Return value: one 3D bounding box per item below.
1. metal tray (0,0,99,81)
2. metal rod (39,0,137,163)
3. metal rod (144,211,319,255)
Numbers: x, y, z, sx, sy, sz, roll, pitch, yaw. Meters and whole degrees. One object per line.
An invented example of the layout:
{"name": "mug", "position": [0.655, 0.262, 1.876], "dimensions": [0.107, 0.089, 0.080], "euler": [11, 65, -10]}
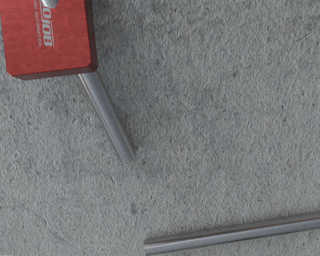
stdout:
{"name": "metal tray", "position": [-0.122, -0.123, 0.337], "dimensions": [0.091, 0.030, 0.129], "euler": [-7, 89, 2]}
{"name": "metal rod", "position": [-0.093, -0.084, 0.357], "dimensions": [0.025, 0.025, 0.299], "euler": [-19, 117, 6]}
{"name": "metal rod", "position": [0.126, 0.158, 0.469], "dimensions": [0.302, 0.025, 0.025], "euler": [-10, 110, 3]}
